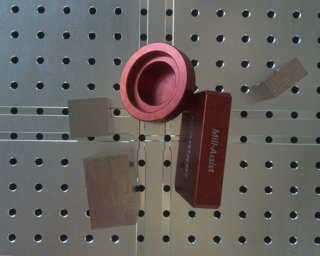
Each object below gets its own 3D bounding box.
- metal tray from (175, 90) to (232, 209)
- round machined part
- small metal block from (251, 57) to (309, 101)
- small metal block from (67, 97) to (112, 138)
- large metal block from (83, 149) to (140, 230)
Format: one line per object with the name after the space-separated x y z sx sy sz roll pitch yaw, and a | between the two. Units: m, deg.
0.050 0.023 0.379 0.030 0.090 0.129 6 90 -11 | metal tray
0.001 -0.054 0.390 0.098 0.042 0.097 -5 81 32 | round machined part
0.154 -0.062 0.403 0.050 0.050 0.025 -36 90 0 | small metal block
-0.092 -0.013 0.412 0.050 0.025 0.050 -4 90 -1 | small metal block
-0.056 0.071 0.385 0.050 0.080 0.079 -7 90 0 | large metal block
